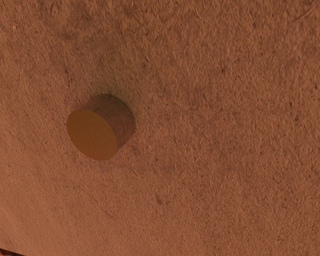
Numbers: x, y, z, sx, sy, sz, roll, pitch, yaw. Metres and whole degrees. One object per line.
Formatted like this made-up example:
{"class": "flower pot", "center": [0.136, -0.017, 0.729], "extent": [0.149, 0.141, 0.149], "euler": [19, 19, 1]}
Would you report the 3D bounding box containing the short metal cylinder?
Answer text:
{"class": "short metal cylinder", "center": [-0.082, -0.001, 0.434], "extent": [0.080, 0.050, 0.080], "euler": [13, 124, 21]}
